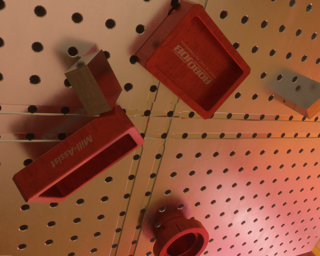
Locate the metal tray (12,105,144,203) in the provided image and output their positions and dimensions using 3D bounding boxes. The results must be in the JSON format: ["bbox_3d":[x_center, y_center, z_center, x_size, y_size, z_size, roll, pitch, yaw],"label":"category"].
[{"bbox_3d":[-0.084,0.034,0.351,0.130,0.030,0.090,-35,166,-5],"label":"metal tray"}]

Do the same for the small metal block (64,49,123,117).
[{"bbox_3d":[-0.066,-0.047,0.320,0.025,0.050,0.050,-17,117,16],"label":"small metal block"}]

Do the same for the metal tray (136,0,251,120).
[{"bbox_3d":[0.046,-0.078,0.383,0.090,0.030,0.130,-49,129,6],"label":"metal tray"}]

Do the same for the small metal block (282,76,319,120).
[{"bbox_3d":[0.235,-0.049,0.493,0.050,0.050,0.025,-41,129,0],"label":"small metal block"}]

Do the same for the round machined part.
[{"bbox_3d":[0.032,0.194,0.538,0.099,0.042,0.097,-14,124,-21],"label":"round machined part"}]
